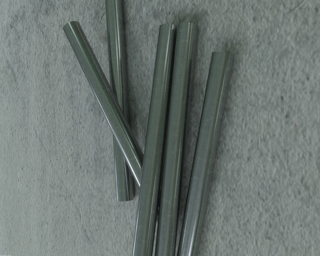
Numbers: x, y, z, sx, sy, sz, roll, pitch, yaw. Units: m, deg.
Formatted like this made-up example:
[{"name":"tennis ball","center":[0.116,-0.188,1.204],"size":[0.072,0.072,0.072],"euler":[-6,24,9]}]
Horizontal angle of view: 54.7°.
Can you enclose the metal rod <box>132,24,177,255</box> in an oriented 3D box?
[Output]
[{"name":"metal rod","center":[-0.006,0.020,0.384],"size":[0.025,0.025,0.298],"euler":[4,85,39]}]

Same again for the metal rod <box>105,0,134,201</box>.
[{"name":"metal rod","center":[-0.059,-0.046,0.451],"size":[0.025,0.025,0.298],"euler":[-6,86,39]}]

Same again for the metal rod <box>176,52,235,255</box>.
[{"name":"metal rod","center":[0.047,0.063,0.364],"size":[0.025,0.025,0.298],"euler":[15,99,38]}]

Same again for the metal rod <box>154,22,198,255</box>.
[{"name":"metal rod","center":[0.019,0.025,0.375],"size":[0.025,0.025,0.298],"euler":[6,90,39]}]

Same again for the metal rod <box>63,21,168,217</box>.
[{"name":"metal rod","center":[-0.061,-0.015,0.423],"size":[0.025,0.025,0.299],"euler":[-33,79,35]}]
